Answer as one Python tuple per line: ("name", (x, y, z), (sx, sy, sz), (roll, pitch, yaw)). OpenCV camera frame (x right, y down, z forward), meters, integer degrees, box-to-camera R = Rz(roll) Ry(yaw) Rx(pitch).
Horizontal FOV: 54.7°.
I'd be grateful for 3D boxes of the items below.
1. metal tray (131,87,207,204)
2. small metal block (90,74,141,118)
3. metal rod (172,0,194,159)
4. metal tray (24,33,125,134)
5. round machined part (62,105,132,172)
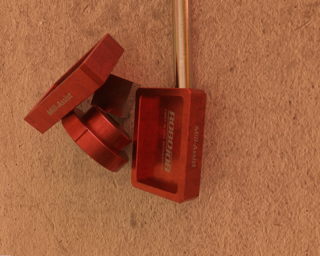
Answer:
("metal tray", (0.008, 0.016, 0.380), (0.090, 0.030, 0.129), (8, 96, 44))
("small metal block", (-0.062, -0.046, 0.430), (0.050, 0.025, 0.050), (23, 97, 18))
("metal rod", (0.029, -0.110, 0.398), (0.025, 0.025, 0.298), (-2, 89, 19))
("metal tray", (-0.109, -0.056, 0.394), (0.130, 0.090, 0.030), (-31, 116, 32))
("round machined part", (-0.074, 0.007, 0.397), (0.042, 0.098, 0.098), (-45, 76, 0))
